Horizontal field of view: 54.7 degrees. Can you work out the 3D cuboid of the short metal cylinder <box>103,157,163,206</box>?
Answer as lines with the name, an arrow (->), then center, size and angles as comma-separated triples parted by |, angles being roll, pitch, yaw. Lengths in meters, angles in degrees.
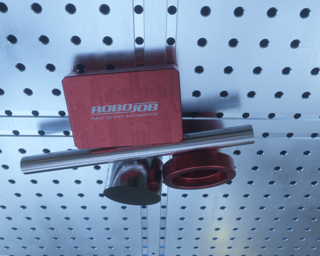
short metal cylinder -> -0.036, 0.074, 0.442 | 0.080, 0.050, 0.080 | 4, 149, 3

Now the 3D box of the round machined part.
round machined part -> 0.052, 0.051, 0.429 | 0.099, 0.042, 0.098 | -4, 152, -2

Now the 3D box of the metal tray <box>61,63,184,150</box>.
metal tray -> -0.040, -0.025, 0.368 | 0.131, 0.030, 0.089 | -4, 112, 2

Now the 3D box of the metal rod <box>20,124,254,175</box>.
metal rod -> -0.033, 0.029, 0.402 | 0.302, 0.025, 0.025 | -8, 130, 6

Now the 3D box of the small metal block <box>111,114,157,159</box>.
small metal block -> -0.036, 0.013, 0.433 | 0.050, 0.025, 0.050 | 14, 129, -12
